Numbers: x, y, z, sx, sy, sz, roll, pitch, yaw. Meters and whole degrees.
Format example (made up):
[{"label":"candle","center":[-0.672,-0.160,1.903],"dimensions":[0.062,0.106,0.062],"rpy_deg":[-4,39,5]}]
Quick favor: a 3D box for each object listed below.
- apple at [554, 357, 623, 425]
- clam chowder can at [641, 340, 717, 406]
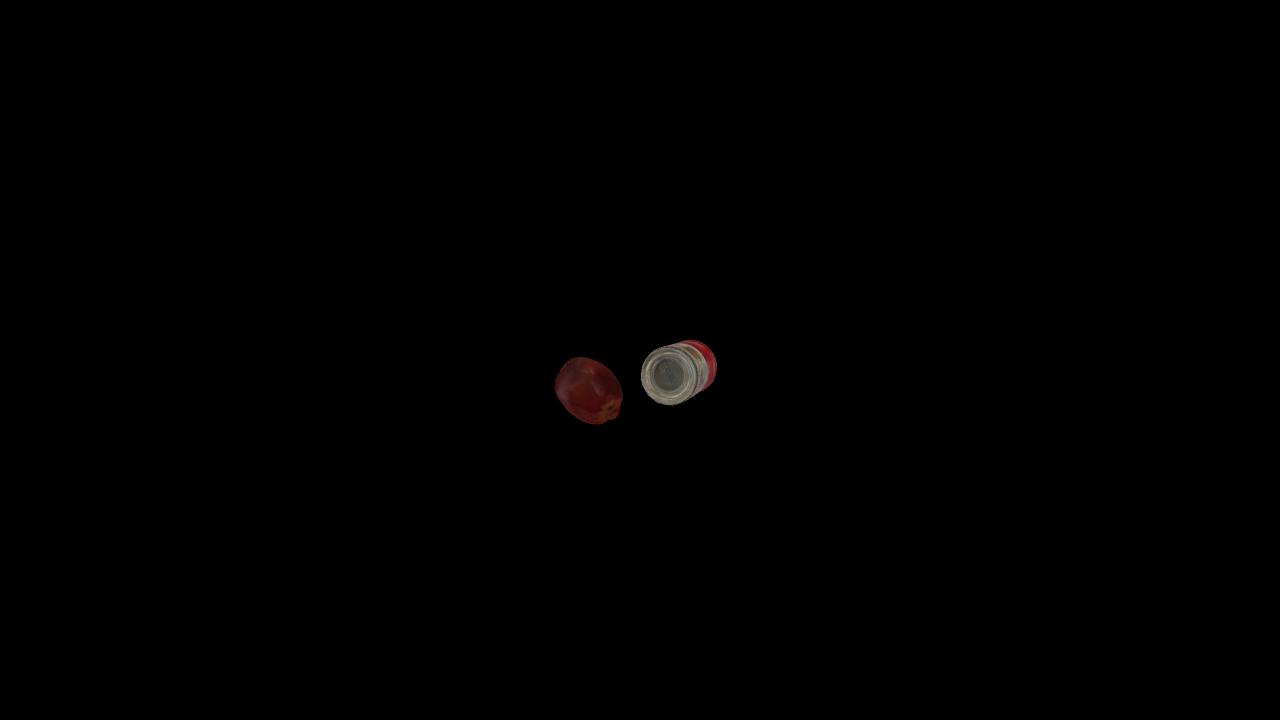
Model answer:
[{"label":"apple","center":[-0.064,0.037,0.770],"dimensions":[0.079,0.079,0.093],"rpy_deg":[0,31,-42]},{"label":"clam chowder can","center":[0.047,0.013,0.720],"dimensions":[0.068,0.068,0.102],"rpy_deg":[0,6,19]}]
